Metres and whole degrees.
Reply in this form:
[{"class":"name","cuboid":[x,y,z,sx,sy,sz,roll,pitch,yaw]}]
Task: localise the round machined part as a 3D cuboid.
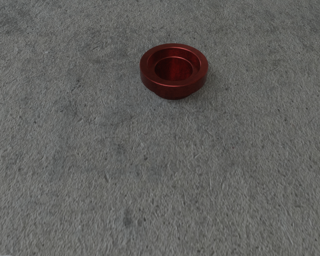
[{"class":"round machined part","cuboid":[0.020,-0.079,0.459,0.099,0.042,0.098,0,50,0]}]
